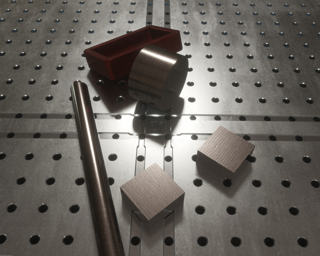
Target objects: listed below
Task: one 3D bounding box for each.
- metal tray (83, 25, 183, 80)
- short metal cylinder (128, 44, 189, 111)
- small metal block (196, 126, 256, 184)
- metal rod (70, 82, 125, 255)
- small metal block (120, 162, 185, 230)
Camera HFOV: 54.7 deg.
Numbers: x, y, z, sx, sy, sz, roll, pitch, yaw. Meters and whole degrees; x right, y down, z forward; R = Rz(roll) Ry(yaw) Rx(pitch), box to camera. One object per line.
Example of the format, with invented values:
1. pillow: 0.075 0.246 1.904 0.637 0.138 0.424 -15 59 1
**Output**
1. metal tray: -0.042 -0.123 0.487 0.131 0.030 0.090 -28 35 -22
2. short metal cylinder: -0.001 -0.070 0.430 0.050 0.080 0.080 24 54 18
3. small metal block: 0.080 0.032 0.382 0.050 0.025 0.050 33 57 24
4. metal rod: -0.075 0.052 0.362 0.025 0.025 0.300 -13 51 -11
5. small metal block: -0.008 0.075 0.345 0.050 0.025 0.050 -32 58 -25
